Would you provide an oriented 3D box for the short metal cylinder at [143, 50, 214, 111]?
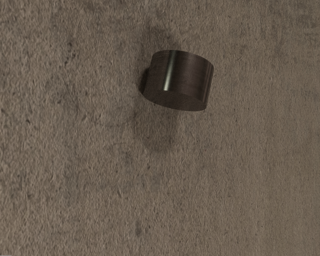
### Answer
[{"bbox_3d":[0.024,-0.057,0.391,0.080,0.080,0.050,21,77,-39],"label":"short metal cylinder"}]
